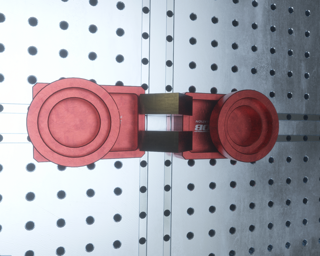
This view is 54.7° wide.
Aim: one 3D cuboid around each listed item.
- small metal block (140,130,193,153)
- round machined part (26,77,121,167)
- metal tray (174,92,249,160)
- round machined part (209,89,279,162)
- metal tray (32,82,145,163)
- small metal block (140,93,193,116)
[{"bbox_3d":[0.009,0.016,0.387,0.050,0.050,0.025,1,90,24],"label":"small metal block"},{"bbox_3d":[-0.098,-0.006,0.354,0.099,0.042,0.097,0,90,-20],"label":"round machined part"},{"bbox_3d":[0.086,-0.002,0.442,0.131,0.030,0.089,1,90,-20],"label":"metal tray"},{"bbox_3d":[0.112,-0.003,0.431,0.099,0.042,0.097,0,90,-20],"label":"round machined part"},{"bbox_3d":[-0.085,-0.007,0.380,0.131,0.030,0.089,-1,92,-20],"label":"metal tray"},{"bbox_3d":[0.009,-0.028,0.387,0.050,0.050,0.025,1,90,24],"label":"small metal block"}]
